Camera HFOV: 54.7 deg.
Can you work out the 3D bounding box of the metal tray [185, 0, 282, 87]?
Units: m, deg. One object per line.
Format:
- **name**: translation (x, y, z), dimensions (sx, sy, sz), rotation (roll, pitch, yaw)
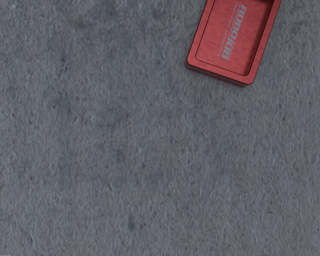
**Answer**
- **metal tray**: translation (0.096, -0.129, 0.408), dimensions (0.090, 0.030, 0.129), rotation (19, 90, -1)
